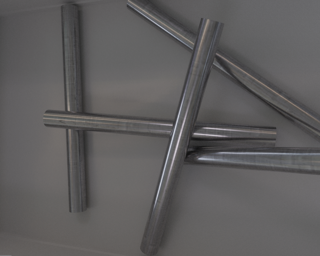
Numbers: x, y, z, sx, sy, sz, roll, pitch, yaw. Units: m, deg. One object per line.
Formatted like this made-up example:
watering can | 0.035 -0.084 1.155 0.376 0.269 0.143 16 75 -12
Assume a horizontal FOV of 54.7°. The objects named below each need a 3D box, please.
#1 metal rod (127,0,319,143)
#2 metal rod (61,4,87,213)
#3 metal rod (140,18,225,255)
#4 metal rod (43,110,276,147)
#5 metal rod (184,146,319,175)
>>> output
metal rod | 0.076 -0.082 0.383 0.300 0.025 0.025 39 102 15
metal rod | -0.127 -0.028 0.455 0.025 0.025 0.298 -3 89 20
metal rod | 0.020 0.025 0.370 0.025 0.025 0.298 21 109 19
metal rod | -0.011 -0.001 0.399 0.301 0.025 0.025 5 92 14
metal rod | 0.129 0.031 0.296 0.300 0.025 0.025 -2 89 46
